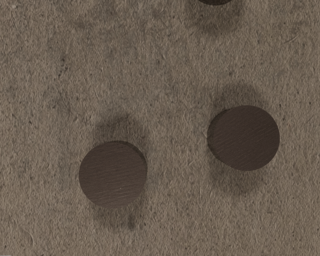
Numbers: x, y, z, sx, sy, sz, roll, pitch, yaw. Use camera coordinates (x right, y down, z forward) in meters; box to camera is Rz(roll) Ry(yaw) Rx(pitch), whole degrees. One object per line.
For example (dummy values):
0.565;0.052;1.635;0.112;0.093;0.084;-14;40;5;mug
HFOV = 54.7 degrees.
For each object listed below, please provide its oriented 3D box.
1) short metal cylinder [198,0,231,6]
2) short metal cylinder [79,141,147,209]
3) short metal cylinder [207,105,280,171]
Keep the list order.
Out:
0.076;-0.207;0.398;0.081;0.050;0.079;0;90;-1;short metal cylinder
-0.057;0.057;0.397;0.081;0.050;0.079;0;90;-1;short metal cylinder
0.105;0.012;0.399;0.081;0.050;0.079;0;90;-1;short metal cylinder
